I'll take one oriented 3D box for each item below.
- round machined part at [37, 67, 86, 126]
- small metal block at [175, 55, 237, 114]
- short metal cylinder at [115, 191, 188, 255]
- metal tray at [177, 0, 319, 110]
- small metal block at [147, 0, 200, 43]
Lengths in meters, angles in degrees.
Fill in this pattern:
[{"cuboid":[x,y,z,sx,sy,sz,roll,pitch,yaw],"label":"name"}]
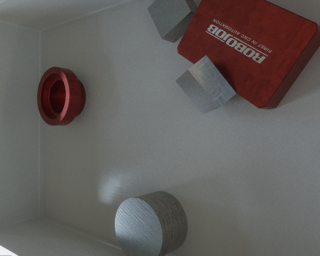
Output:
[{"cuboid":[-0.164,-0.053,0.528,0.098,0.042,0.097,0,90,39],"label":"round machined part"},{"cuboid":[0.048,-0.045,0.337,0.050,0.025,0.050,51,168,-4],"label":"small metal block"},{"cuboid":[-0.012,0.126,0.399,0.080,0.050,0.079,0,90,39],"label":"short metal cylinder"},{"cuboid":[0.088,-0.090,0.330,0.130,0.030,0.089,43,115,31],"label":"metal tray"},{"cuboid":[0.018,-0.145,0.390,0.050,0.025,0.050,-35,68,34],"label":"small metal block"}]
